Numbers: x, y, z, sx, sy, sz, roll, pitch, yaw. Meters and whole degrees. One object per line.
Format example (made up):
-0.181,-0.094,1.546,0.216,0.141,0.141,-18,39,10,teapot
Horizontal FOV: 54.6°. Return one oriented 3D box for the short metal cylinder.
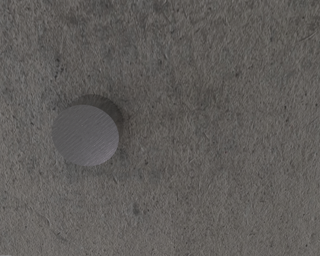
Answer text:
-0.090,0.002,0.396,0.080,0.050,0.079,0,110,0,short metal cylinder
